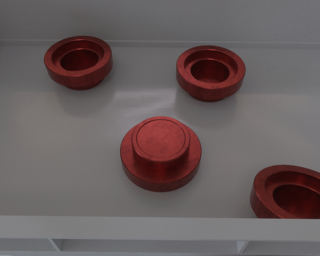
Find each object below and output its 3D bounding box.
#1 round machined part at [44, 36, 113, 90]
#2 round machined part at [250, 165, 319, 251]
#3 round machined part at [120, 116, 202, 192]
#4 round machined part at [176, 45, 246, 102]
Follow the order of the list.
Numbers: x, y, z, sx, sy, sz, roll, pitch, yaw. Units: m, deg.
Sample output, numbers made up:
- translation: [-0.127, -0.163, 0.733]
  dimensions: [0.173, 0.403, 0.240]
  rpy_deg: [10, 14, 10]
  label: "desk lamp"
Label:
- translation: [-0.121, -0.095, 0.473]
  dimensions: [0.099, 0.042, 0.098]
  rpy_deg: [0, 50, 0]
  label: "round machined part"
- translation: [0.140, 0.082, 0.312]
  dimensions: [0.099, 0.042, 0.098]
  rpy_deg: [4, 29, -2]
  label: "round machined part"
- translation: [0.001, 0.024, 0.374]
  dimensions: [0.099, 0.042, 0.098]
  rpy_deg: [0, 50, 0]
  label: "round machined part"
- translation: [0.073, -0.076, 0.458]
  dimensions: [0.099, 0.042, 0.098]
  rpy_deg: [0, 50, 0]
  label: "round machined part"
